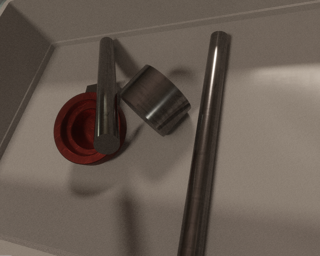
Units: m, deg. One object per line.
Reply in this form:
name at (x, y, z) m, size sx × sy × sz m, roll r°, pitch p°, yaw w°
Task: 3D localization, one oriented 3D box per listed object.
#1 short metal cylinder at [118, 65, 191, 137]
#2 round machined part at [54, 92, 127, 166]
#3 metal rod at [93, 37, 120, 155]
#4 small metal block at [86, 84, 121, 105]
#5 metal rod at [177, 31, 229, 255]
short metal cylinder at (-0.007, -0.034, 0.394) m, size 0.050 × 0.080 × 0.080 m, roll -47°, pitch 52°, yaw -4°
round machined part at (-0.091, 0.003, 0.426) m, size 0.098 × 0.042 × 0.098 m, roll -3°, pitch 78°, yaw 15°
metal rod at (-0.072, -0.066, 0.422) m, size 0.025 × 0.025 × 0.300 m, roll -29°, pitch 33°, yaw 10°
small metal block at (-0.090, -0.042, 0.477) m, size 0.050 × 0.025 × 0.050 m, roll -8°, pitch 58°, yaw 24°
metal rod at (0.056, 0.003, 0.373) m, size 0.025 × 0.025 × 0.299 m, roll -2°, pitch 60°, yaw 27°
